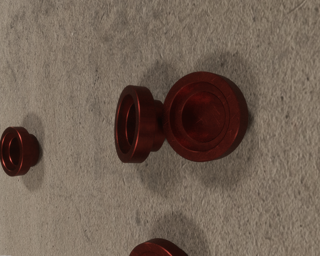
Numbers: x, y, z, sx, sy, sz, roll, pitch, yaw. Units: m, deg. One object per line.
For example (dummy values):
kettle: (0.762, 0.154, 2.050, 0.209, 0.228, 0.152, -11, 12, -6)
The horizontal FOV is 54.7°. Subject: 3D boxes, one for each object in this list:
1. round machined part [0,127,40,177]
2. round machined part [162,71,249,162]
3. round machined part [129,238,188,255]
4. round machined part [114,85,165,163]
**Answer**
round machined part: (-0.278, 0.046, 0.619, 0.098, 0.042, 0.097, 0, 90, 39)
round machined part: (0.053, -0.012, 0.348, 0.098, 0.042, 0.097, 0, 90, 39)
round machined part: (0.007, 0.187, 0.387, 0.098, 0.042, 0.097, 0, 90, 39)
round machined part: (-0.024, -0.004, 0.396, 0.098, 0.042, 0.097, -176, 90, -66)
